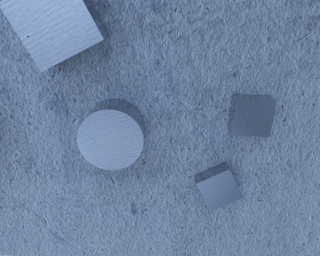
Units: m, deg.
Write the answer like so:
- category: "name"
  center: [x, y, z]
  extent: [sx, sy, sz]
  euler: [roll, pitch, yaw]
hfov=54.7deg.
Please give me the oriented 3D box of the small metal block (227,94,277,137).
- category: "small metal block"
  center: [0.119, -0.017, 0.405]
  extent: [0.050, 0.025, 0.050]
  euler: [2, 110, -2]

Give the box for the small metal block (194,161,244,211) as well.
- category: "small metal block"
  center: [0.083, 0.083, 0.442]
  extent: [0.050, 0.025, 0.050]
  euler: [-26, 108, 9]

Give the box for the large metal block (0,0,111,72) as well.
- category: "large metal block"
  center: [-0.114, -0.121, 0.350]
  extent: [0.080, 0.050, 0.080]
  euler: [-25, 109, 8]

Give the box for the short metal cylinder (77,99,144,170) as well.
- category: "short metal cylinder"
  center: [-0.060, 0.007, 0.398]
  extent: [0.081, 0.050, 0.079]
  euler: [0, 110, -1]
